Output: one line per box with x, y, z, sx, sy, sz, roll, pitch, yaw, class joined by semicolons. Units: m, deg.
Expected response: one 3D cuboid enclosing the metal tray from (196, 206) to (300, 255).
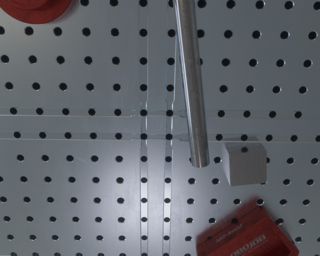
0.134;0.192;0.482;0.130;0.030;0.090;-39;106;13;metal tray

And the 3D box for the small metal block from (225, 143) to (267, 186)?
0.120;0.051;0.433;0.050;0.025;0.050;-6;110;2;small metal block

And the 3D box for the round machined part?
-0.144;-0.166;0.342;0.099;0.042;0.097;0;110;0;round machined part

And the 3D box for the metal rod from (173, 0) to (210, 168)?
0.036;-0.089;0.380;0.025;0.025;0.298;-8;110;3;metal rod
